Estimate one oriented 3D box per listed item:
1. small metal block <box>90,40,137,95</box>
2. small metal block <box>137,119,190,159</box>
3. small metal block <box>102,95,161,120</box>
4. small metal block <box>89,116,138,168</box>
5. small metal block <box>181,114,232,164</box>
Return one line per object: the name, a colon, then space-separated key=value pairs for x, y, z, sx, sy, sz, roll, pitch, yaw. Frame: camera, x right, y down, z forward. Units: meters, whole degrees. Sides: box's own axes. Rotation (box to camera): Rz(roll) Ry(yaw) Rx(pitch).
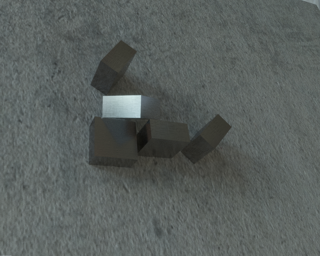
small metal block: x=-0.061 y=-0.078 z=0.404 sx=0.025 sy=0.050 sz=0.050 roll=35 pitch=51 yaw=-6
small metal block: x=0.002 y=0.015 z=0.381 sx=0.050 sy=0.050 sz=0.025 roll=7 pitch=59 yaw=-25
small metal block: x=-0.033 y=-0.024 z=0.371 sx=0.050 sy=0.050 sz=0.025 roll=2 pitch=89 yaw=-65
small metal block: x=-0.055 y=0.017 z=0.365 sx=0.050 sy=0.025 sz=0.050 roll=8 pitch=58 yaw=-24
small metal block: x=0.061 y=0.015 z=0.414 sx=0.025 sy=0.050 sz=0.050 roll=45 pitch=51 yaw=2
